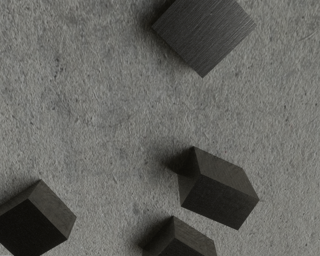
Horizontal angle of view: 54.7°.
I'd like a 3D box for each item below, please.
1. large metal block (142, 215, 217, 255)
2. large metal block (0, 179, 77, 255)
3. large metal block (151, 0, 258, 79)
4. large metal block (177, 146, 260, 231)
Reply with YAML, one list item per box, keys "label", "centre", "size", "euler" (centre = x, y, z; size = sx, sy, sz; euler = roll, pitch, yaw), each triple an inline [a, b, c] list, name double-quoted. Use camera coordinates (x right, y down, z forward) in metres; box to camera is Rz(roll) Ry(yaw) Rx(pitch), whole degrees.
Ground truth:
- label: "large metal block"
  centre: [0.029, 0.194, 0.468]
  size: [0.080, 0.050, 0.080]
  euler: [35, 106, -12]
- label: "large metal block"
  centre: [-0.182, 0.134, 0.444]
  size: [0.080, 0.050, 0.080]
  euler: [-32, 107, 11]
- label: "large metal block"
  centre: [0.048, -0.117, 0.354]
  size: [0.080, 0.050, 0.080]
  euler: [43, 105, -14]
- label: "large metal block"
  centre: [0.072, 0.076, 0.409]
  size: [0.080, 0.080, 0.050]
  euler: [25, 108, -9]
